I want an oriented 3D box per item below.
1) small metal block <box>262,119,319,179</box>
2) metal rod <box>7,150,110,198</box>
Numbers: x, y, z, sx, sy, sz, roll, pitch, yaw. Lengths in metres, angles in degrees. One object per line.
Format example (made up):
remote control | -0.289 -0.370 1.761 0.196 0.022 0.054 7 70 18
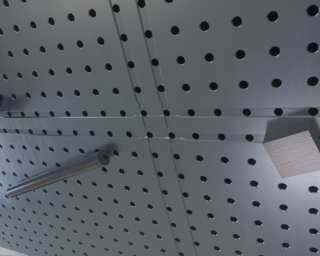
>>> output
small metal block | 0.151 0.024 0.347 0.050 0.025 0.050 -23 107 36
metal rod | -0.201 0.091 0.573 0.299 0.025 0.025 -22 107 36
